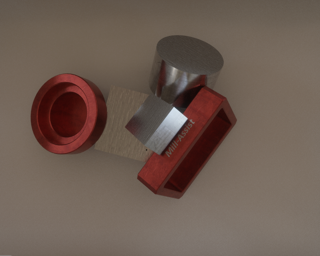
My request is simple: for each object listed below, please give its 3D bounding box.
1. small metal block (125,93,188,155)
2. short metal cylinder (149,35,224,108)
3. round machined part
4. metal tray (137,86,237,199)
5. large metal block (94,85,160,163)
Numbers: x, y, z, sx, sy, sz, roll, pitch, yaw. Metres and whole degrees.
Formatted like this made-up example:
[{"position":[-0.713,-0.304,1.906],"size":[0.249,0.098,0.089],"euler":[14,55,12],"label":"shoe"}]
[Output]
[{"position":[-0.005,-0.006,0.346],"size":[0.025,0.050,0.050],"euler":[37,90,-39],"label":"small metal block"},{"position":[0.030,-0.069,0.376],"size":[0.080,0.080,0.050],"euler":[16,134,-1],"label":"short metal cylinder"},{"position":[-0.109,-0.016,0.388],"size":[0.098,0.042,0.097],"euler":[-2,84,22],"label":"round machined part"},{"position":[0.038,0.023,0.377],"size":[0.030,0.090,0.130],"euler":[36,89,27],"label":"metal tray"},{"position":[-0.030,-0.003,0.397],"size":[0.080,0.050,0.080],"euler":[15,90,-1],"label":"large metal block"}]
